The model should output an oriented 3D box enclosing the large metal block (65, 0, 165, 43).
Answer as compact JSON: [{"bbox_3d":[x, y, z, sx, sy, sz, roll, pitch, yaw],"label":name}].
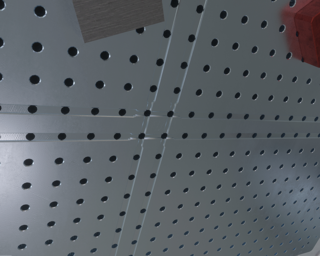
[{"bbox_3d":[-0.048,-0.134,0.286,0.081,0.050,0.080,-21,127,-16],"label":"large metal block"}]

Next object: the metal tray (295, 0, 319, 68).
[{"bbox_3d":[0.264,-0.162,0.452,0.130,0.030,0.090,-38,129,-3],"label":"metal tray"}]
